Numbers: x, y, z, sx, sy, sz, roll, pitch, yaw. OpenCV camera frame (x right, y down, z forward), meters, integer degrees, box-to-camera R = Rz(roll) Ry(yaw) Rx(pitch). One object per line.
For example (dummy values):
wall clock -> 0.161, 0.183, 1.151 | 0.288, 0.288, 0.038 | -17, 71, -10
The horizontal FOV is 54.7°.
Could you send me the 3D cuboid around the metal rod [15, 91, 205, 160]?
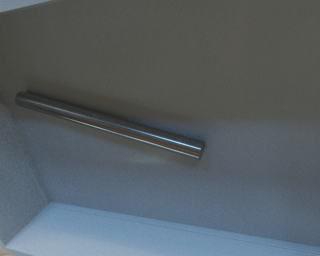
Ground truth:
metal rod -> -0.083, -0.008, 0.445 | 0.301, 0.025, 0.025 | 16, 125, 19
